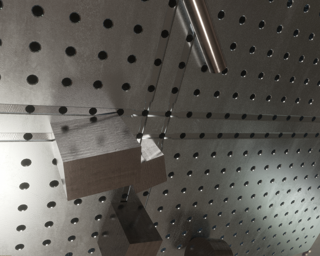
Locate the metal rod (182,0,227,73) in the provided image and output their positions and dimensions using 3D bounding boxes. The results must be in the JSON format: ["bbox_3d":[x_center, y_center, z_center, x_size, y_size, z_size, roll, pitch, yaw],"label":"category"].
[{"bbox_3d":[0.016,-0.179,0.310,0.025,0.025,0.299,-35,129,-5],"label":"metal rod"}]

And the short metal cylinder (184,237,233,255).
[{"bbox_3d":[0.091,0.248,0.582,0.050,0.080,0.080,18,109,-36],"label":"short metal cylinder"}]

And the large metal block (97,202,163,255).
[{"bbox_3d":[-0.047,0.167,0.455,0.050,0.080,0.079,6,115,-32],"label":"large metal block"}]

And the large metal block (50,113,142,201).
[{"bbox_3d":[-0.074,0.028,0.354,0.081,0.080,0.050,-10,123,-23],"label":"large metal block"}]

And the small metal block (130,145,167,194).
[{"bbox_3d":[-0.020,0.059,0.438,0.050,0.025,0.050,-19,126,-18],"label":"small metal block"}]
